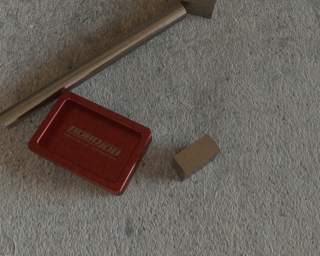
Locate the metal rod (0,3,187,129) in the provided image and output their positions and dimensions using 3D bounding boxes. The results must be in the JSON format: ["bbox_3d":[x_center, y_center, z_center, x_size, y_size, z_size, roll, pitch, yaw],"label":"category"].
[{"bbox_3d":[-0.087,-0.094,0.441,0.301,0.025,0.025,-36,74,-13],"label":"metal rod"}]

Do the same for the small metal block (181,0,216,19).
[{"bbox_3d":[0.063,-0.204,0.484,0.050,0.025,0.050,15,71,5],"label":"small metal block"}]

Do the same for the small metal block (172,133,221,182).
[{"bbox_3d":[0.043,0.038,0.382,0.050,0.050,0.025,-33,74,-11],"label":"small metal block"}]

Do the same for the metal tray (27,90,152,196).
[{"bbox_3d":[-0.087,0.018,0.397,0.130,0.030,0.090,25,72,8],"label":"metal tray"}]
